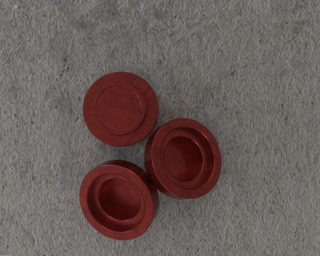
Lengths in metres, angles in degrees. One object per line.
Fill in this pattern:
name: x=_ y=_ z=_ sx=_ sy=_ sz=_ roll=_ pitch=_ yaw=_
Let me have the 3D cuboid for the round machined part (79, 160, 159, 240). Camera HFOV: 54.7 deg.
round machined part: x=-0.047 y=0.086 z=0.390 sx=0.098 sy=0.042 sz=0.097 roll=4 pitch=103 yaw=17

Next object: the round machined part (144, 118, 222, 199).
round machined part: x=0.025 y=0.040 z=0.388 sx=0.099 sy=0.042 sz=0.098 roll=8 pitch=72 yaw=-26

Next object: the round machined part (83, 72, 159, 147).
round machined part: x=-0.051 y=-0.024 z=0.401 sx=0.099 sy=0.042 sz=0.097 roll=0 pitch=90 yaw=0
